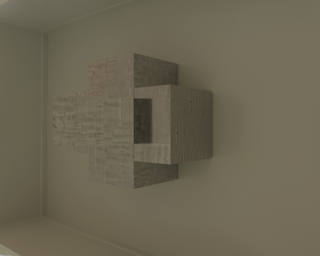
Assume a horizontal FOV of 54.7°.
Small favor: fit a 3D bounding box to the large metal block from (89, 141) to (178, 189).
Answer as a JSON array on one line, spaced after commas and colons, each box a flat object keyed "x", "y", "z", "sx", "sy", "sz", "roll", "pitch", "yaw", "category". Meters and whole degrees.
[{"x": -0.034, "y": 0.042, "z": 0.398, "sx": 0.080, "sy": 0.081, "sz": 0.050, "roll": 0, "pitch": 90, "yaw": 40, "category": "large metal block"}]

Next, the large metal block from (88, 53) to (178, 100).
[{"x": -0.034, "y": -0.058, "z": 0.398, "sx": 0.080, "sy": 0.081, "sz": 0.050, "roll": 0, "pitch": 90, "yaw": 40, "category": "large metal block"}]

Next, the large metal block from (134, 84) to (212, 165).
[{"x": 0.017, "y": -0.004, "z": 0.353, "sx": 0.050, "sy": 0.081, "sz": 0.080, "roll": 0, "pitch": 90, "yaw": 39, "category": "large metal block"}]

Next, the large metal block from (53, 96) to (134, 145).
[{"x": -0.070, "y": -0.008, "z": 0.354, "sx": 0.081, "sy": 0.080, "sz": 0.050, "roll": 0, "pitch": 90, "yaw": -5, "category": "large metal block"}]

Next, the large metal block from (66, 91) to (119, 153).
[{"x": -0.084, "y": -0.008, "z": 0.440, "sx": 0.050, "sy": 0.081, "sz": 0.080, "roll": 0, "pitch": 90, "yaw": 40, "category": "large metal block"}]
